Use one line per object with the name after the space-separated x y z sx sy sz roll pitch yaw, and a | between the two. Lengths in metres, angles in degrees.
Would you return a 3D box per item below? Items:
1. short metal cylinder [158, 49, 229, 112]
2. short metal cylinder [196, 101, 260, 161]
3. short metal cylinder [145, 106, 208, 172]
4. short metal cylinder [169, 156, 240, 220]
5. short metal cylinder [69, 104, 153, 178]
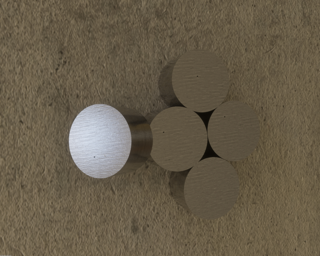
0.044 -0.060 0.413 0.081 0.050 0.080 0 90 -20 | short metal cylinder
0.090 0.004 0.430 0.081 0.050 0.080 0 90 -20 | short metal cylinder
0.014 0.013 0.402 0.081 0.050 0.080 0 90 -20 | short metal cylinder
0.059 0.077 0.419 0.081 0.050 0.080 0 90 -20 | short metal cylinder
-0.055 0.014 0.355 0.080 0.050 0.080 -1 89 24 | short metal cylinder
